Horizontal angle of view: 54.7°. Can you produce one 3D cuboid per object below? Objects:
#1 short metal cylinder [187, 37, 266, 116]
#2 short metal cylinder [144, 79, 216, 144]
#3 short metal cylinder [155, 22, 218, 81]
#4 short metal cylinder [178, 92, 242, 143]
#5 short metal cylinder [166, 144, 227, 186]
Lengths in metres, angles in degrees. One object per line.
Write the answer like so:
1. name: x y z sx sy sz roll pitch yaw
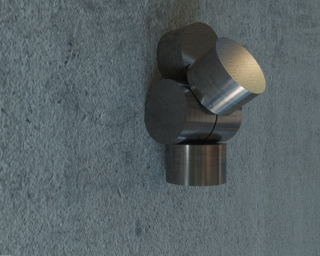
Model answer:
1. short metal cylinder: 0.080 -0.061 0.373 0.080 0.050 0.080 22 49 -28
2. short metal cylinder: 0.024 -0.020 0.393 0.050 0.080 0.079 1 90 -41
3. short metal cylinder: 0.041 -0.099 0.427 0.081 0.050 0.079 0 90 -40
4. short metal cylinder: 0.065 -0.019 0.426 0.050 0.080 0.079 0 90 -40
5. short metal cylinder: 0.048 0.045 0.413 0.081 0.080 0.050 0 90 -40
